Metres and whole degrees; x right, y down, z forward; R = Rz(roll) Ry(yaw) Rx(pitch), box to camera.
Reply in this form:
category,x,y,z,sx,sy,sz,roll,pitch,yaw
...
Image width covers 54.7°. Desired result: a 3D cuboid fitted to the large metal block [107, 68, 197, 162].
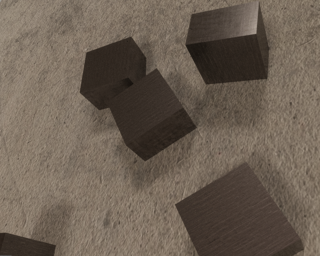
category,x,y,z,sx,sy,sz,roll,pitch,yaw
large metal block,-0.012,-0.017,0.403,0.080,0.050,0.080,-34,52,6

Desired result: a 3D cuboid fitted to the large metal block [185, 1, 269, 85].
category,x,y,z,sx,sy,sz,roll,pitch,yaw
large metal block,0.087,-0.101,0.384,0.080,0.080,0.050,-2,61,27

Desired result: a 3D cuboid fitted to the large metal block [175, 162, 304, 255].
category,x,y,z,sx,sy,sz,roll,pitch,yaw
large metal block,0.073,0.093,0.292,0.080,0.050,0.080,-33,52,6

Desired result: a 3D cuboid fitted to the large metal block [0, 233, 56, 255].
category,x,y,z,sx,sy,sz,roll,pitch,yaw
large metal block,-0.174,0.170,0.353,0.050,0.080,0.080,-11,57,22

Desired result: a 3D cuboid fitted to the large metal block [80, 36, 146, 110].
category,x,y,z,sx,sy,sz,roll,pitch,yaw
large metal block,-0.069,-0.082,0.472,0.080,0.050,0.080,-13,56,20
